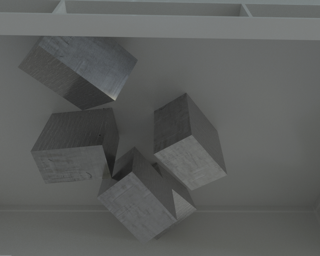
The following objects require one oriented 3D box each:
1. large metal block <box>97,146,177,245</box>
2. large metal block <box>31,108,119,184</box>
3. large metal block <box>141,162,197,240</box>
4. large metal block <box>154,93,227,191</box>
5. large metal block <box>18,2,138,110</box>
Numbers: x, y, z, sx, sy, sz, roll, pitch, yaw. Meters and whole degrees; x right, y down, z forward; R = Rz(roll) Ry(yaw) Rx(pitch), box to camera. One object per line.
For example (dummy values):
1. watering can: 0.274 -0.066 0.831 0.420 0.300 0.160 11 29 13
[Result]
1. large metal block: -0.027 0.080 0.386 0.050 0.080 0.080 -38 104 8
2. large metal block: -0.099 0.020 0.386 0.080 0.080 0.050 -5 124 4
3. large metal block: -0.005 0.113 0.475 0.080 0.050 0.080 -40 122 9
4. large metal block: 0.036 0.017 0.388 0.050 0.080 0.080 -29 125 22
5. large metal block: -0.084 -0.065 0.312 0.080 0.050 0.080 37 156 -27
